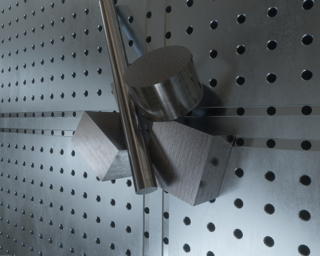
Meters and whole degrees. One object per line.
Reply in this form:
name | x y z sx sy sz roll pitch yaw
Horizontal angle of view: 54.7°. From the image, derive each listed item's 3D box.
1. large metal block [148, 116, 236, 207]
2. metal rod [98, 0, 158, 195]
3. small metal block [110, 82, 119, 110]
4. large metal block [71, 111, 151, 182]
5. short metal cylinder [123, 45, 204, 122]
large metal block | 0.031 0.034 0.365 0.080 0.050 0.079 22 104 37
metal rod | -0.048 -0.060 0.408 0.025 0.025 0.299 -34 57 34
small metal block | -0.039 -0.052 0.440 0.050 0.025 0.050 -30 72 35
large metal block | -0.058 0.022 0.419 0.080 0.081 0.050 45 117 30
short metal cylinder | 0.005 -0.052 0.359 0.080 0.080 0.050 11 141 39
